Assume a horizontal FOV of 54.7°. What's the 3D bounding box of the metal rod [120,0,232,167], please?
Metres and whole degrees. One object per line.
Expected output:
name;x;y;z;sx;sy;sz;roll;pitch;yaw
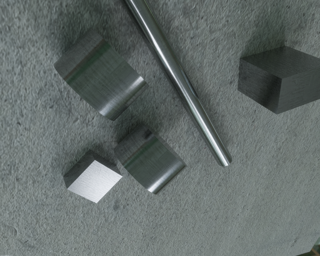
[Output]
metal rod;0.036;-0.042;0.402;0.025;0.025;0.300;-38;130;-3

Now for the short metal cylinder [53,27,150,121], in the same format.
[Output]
short metal cylinder;-0.057;-0.053;0.309;0.050;0.080;0.080;-45;130;3

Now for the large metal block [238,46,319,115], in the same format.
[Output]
large metal block;0.165;-0.069;0.422;0.081;0.080;0.050;-18;126;-18

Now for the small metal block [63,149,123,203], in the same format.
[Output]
small metal block;-0.086;0.063;0.400;0.050;0.025;0.050;-46;130;4

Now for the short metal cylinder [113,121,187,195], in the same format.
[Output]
short metal cylinder;-0.012;0.037;0.389;0.050;0.080;0.080;-44;130;2
